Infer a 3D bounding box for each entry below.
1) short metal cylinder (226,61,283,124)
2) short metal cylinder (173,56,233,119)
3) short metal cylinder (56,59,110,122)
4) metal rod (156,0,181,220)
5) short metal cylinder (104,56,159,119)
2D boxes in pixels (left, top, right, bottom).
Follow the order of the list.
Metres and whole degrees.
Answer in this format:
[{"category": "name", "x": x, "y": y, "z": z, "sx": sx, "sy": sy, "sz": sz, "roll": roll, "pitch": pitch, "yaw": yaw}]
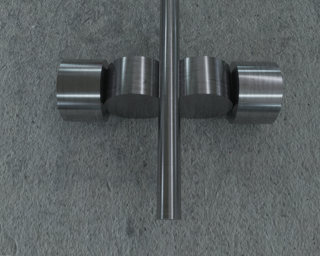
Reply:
[{"category": "short metal cylinder", "x": 0.117, "y": -0.045, "z": 0.398, "sx": 0.050, "sy": 0.080, "sz": 0.080, "roll": 1, "pitch": 70, "yaw": 0}, {"category": "short metal cylinder", "x": 0.051, "y": -0.049, "z": 0.398, "sx": 0.080, "sy": 0.080, "sz": 0.050, "roll": 1, "pitch": 70, "yaw": 0}, {"category": "short metal cylinder", "x": -0.094, "y": -0.047, "z": 0.397, "sx": 0.050, "sy": 0.080, "sz": 0.080, "roll": 1, "pitch": 70, "yaw": 0}, {"category": "metal rod", "x": 0.011, "y": -0.048, "z": 0.362, "sx": 0.025, "sy": 0.025, "sz": 0.299, "roll": 1, "pitch": 70, "yaw": 0}, {"category": "short metal cylinder", "x": -0.029, "y": -0.049, "z": 0.398, "sx": 0.080, "sy": 0.080, "sz": 0.050, "roll": 1, "pitch": 70, "yaw": 0}]
